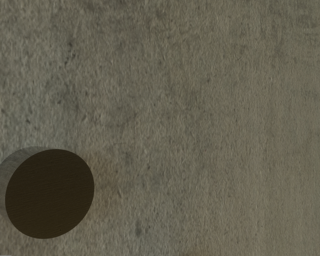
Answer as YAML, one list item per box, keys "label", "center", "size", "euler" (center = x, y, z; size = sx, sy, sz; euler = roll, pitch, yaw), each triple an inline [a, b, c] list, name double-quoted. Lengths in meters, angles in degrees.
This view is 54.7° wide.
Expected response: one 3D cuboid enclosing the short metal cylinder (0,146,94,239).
- label: "short metal cylinder"
  center: [-0.111, 0.058, 0.296]
  size: [0.081, 0.050, 0.079]
  euler: [0, 90, -40]
